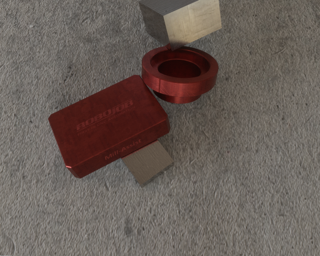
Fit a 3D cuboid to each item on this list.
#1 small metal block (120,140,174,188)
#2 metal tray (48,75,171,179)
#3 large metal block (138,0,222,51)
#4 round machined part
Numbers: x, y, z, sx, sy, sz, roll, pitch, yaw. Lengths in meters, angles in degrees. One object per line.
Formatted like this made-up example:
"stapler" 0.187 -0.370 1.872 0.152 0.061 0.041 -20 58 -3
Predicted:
"small metal block" -0.018 0.040 0.393 0.050 0.025 0.050 -34 74 -12
"metal tray" -0.064 -0.006 0.392 0.131 0.030 0.090 -27 55 -9
"large metal block" 0.028 -0.160 0.435 0.080 0.050 0.080 -28 42 -11
"round machined part" 0.025 -0.068 0.410 0.099 0.042 0.098 3 40 -2
